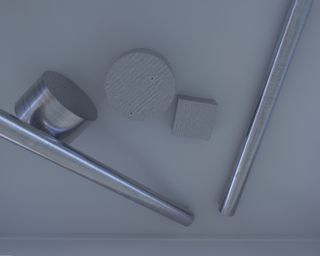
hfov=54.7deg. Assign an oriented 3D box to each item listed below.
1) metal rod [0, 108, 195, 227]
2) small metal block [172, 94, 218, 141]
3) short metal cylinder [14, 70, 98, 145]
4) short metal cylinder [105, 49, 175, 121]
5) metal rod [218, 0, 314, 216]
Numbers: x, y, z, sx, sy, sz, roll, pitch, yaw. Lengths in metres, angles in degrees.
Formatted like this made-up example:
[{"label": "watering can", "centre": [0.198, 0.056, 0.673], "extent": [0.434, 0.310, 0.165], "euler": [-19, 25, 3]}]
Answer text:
[{"label": "metal rod", "centre": [-0.062, 0.063, 0.382], "extent": [0.301, 0.025, 0.025], "euler": [35, 107, -33]}, {"label": "small metal block", "centre": [0.044, -0.014, 0.407], "extent": [0.050, 0.025, 0.050], "euler": [8, 110, -4]}, {"label": "short metal cylinder", "centre": [-0.122, -0.022, 0.372], "extent": [0.050, 0.080, 0.080], "euler": [-42, 105, 14]}, {"label": "short metal cylinder", "centre": [-0.023, -0.054, 0.378], "extent": [0.081, 0.050, 0.079], "euler": [0, 110, -1]}, {"label": "metal rod", "centre": [0.132, -0.014, 0.408], "extent": [0.025, 0.025, 0.298], "euler": [12, 110, -5]}]
